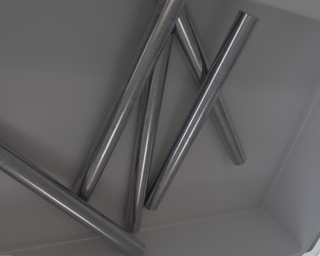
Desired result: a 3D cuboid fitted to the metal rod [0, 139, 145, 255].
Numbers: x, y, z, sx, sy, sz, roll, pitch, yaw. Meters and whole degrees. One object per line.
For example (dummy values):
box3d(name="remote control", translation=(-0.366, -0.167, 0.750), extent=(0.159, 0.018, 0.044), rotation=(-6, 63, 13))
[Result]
box3d(name="metal rod", translation=(-0.118, 0.081, 0.365), extent=(0.025, 0.025, 0.300), rotation=(-42, 121, 1))

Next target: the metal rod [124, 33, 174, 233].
box3d(name="metal rod", translation=(-0.020, 0.023, 0.411), extent=(0.025, 0.025, 0.298), rotation=(-5, 121, -26))

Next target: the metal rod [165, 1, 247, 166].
box3d(name="metal rod", translation=(0.069, -0.046, 0.417), extent=(0.025, 0.025, 0.299), rotation=(-36, 129, -4))

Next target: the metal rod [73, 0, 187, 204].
box3d(name="metal rod", translation=(-0.048, -0.014, 0.357), extent=(0.025, 0.025, 0.298), rotation=(13, 117, -34))

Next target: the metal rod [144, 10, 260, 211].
box3d(name="metal rod", translation=(0.042, -0.003, 0.405), extent=(0.025, 0.025, 0.298), rotation=(7, 122, -32))
